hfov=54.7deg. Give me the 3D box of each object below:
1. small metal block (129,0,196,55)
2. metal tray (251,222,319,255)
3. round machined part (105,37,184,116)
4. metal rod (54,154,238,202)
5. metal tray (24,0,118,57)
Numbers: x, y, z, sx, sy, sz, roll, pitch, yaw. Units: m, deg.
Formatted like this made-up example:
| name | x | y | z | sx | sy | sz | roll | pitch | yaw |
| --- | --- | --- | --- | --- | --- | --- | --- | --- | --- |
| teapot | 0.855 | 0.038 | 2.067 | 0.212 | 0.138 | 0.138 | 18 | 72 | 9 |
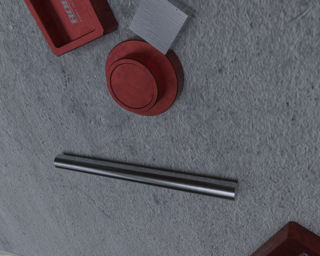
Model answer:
| name | x | y | z | sx | sy | sz | roll | pitch | yaw |
| --- | --- | --- | --- | --- | --- | --- | --- | --- | --- |
| small metal block | 0.002 | -0.116 | 0.333 | 0.050 | 0.025 | 0.050 | 37 | 129 | 2 |
| metal tray | 0.182 | 0.196 | 0.428 | 0.090 | 0.030 | 0.129 | 31 | 128 | 7 |
| round machined part | -0.024 | -0.057 | 0.372 | 0.098 | 0.042 | 0.097 | 13 | 124 | 20 |
| metal rod | -0.036 | 0.070 | 0.467 | 0.301 | 0.025 | 0.025 | 6 | 121 | 25 |
| metal tray | -0.117 | -0.160 | 0.364 | 0.090 | 0.030 | 0.129 | -12 | 112 | 33 |
